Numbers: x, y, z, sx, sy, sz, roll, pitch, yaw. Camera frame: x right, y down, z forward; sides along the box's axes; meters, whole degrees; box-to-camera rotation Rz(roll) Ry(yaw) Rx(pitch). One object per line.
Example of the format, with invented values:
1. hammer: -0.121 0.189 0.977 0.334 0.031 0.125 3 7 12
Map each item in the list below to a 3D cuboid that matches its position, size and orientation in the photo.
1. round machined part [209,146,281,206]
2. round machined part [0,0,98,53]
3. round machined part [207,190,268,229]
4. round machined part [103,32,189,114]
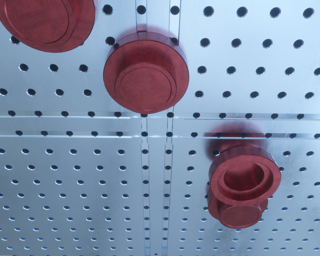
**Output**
1. round machined part: 0.120 0.064 0.451 0.099 0.042 0.097 0 123 1
2. round machined part: -0.113 -0.117 0.300 0.099 0.042 0.097 0 130 0
3. round machined part: 0.129 0.130 0.512 0.099 0.042 0.097 0 130 0
4. round machined part: -0.016 -0.055 0.354 0.099 0.042 0.097 0 130 0
